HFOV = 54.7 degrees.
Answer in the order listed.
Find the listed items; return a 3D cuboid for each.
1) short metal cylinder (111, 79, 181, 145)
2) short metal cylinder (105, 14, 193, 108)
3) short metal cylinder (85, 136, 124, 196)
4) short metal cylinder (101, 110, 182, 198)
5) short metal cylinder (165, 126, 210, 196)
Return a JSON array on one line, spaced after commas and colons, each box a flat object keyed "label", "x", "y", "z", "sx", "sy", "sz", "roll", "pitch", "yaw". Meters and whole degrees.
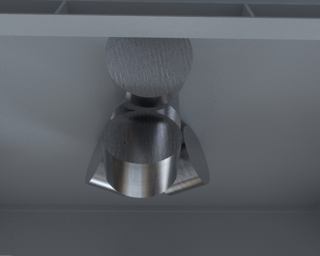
[{"label": "short metal cylinder", "x": -0.016, "y": -0.018, "z": 0.373, "sx": 0.081, "sy": 0.050, "sz": 0.079, "roll": 0, "pitch": 130, "yaw": 0}, {"label": "short metal cylinder", "x": -0.011, "y": -0.064, "z": 0.308, "sx": 0.081, "sy": 0.080, "sz": 0.050, "roll": 3, "pitch": 173, "yaw": -3}, {"label": "short metal cylinder", "x": -0.058, "y": 0.043, "z": 0.406, "sx": 0.050, "sy": 0.080, "sz": 0.080, "roll": 23, "pitch": 126, "yaw": -18}, {"label": "short metal cylinder", "x": -0.019, "y": 0.025, "z": 0.326, "sx": 0.081, "sy": 0.080, "sz": 0.050, "roll": 2, "pitch": 130, "yaw": -2}, {"label": "short metal cylinder", "x": 0.026, "y": 0.043, "z": 0.408, "sx": 0.050, "sy": 0.080, "sz": 0.080, "roll": -22, "pitch": 127, "yaw": 18}]
